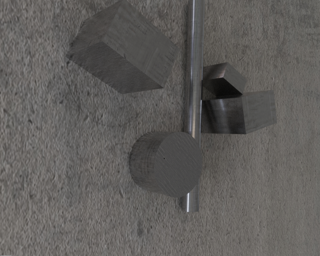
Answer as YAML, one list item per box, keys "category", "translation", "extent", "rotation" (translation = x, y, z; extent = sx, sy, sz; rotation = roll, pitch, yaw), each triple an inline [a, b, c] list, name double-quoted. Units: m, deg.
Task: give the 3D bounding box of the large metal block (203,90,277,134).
- category: "large metal block"
  translation: [0.116, -0.024, 0.465]
  extent: [0.081, 0.080, 0.050]
  rotation: [-15, 100, -39]

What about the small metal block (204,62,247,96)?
- category: "small metal block"
  translation: [0.093, -0.071, 0.466]
  extent: [0.050, 0.050, 0.025]
  rotation: [30, 71, -36]

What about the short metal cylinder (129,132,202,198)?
- category: "short metal cylinder"
  translation: [0.008, 0.044, 0.395]
  extent: [0.081, 0.050, 0.080]
  rotation: [0, 90, -40]

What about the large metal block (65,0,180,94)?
- category: "large metal block"
  translation: [-0.040, -0.082, 0.335]
  extent: [0.080, 0.080, 0.050]
  rotation: [33, 70, -35]

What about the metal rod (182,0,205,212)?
- category: "metal rod"
  translation: [0.048, -0.032, 0.444]
  extent: [0.025, 0.025, 0.298]
  rotation: [3, 88, -40]
